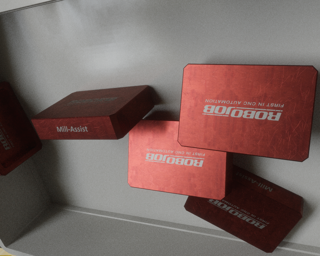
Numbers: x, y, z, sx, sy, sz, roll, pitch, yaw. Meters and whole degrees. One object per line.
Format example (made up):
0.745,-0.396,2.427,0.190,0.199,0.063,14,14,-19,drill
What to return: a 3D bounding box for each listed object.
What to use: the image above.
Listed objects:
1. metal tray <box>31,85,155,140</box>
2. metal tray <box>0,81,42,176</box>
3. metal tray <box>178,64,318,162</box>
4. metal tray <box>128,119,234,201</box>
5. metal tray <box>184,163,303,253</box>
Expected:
-0.085,-0.020,0.396,0.130,0.090,0.030,-1,118,28,metal tray
-0.259,0.001,0.500,0.030,0.090,0.129,-6,115,31,metal tray
0.087,-0.019,0.323,0.130,0.030,0.089,6,94,24,metal tray
0.023,0.035,0.389,0.130,0.030,0.089,3,93,26,metal tray
0.106,0.101,0.411,0.130,0.030,0.089,26,127,11,metal tray
